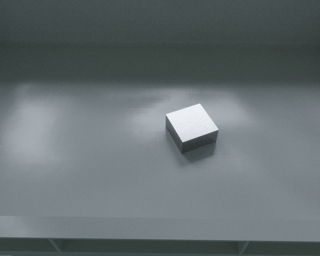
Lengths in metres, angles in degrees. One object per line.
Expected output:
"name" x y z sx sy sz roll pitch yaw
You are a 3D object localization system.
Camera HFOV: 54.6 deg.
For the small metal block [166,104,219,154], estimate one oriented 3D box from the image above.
"small metal block" 0.041 0.000 0.405 0.050 0.025 0.050 -18 52 -15
